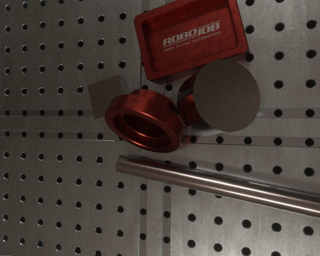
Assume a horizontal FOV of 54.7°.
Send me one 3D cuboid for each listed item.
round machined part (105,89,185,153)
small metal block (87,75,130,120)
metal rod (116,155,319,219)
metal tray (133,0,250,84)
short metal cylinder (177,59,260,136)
[{"bbox_3d":[-0.015,-0.012,0.388,0.098,0.098,0.042,13,62,19],"label":"round machined part"},{"bbox_3d":[-0.069,-0.042,0.436,0.050,0.025,0.050,-15,85,19],"label":"small metal block"},{"bbox_3d":[0.085,0.073,0.382,0.301,0.025,0.025,10,93,19],"label":"metal rod"},{"bbox_3d":[0.039,-0.117,0.395,0.130,0.030,0.090,-14,85,19],"label":"metal tray"},{"bbox_3d":[0.066,-0.032,0.356,0.081,0.050,0.080,2,82,-17],"label":"short metal cylinder"}]
